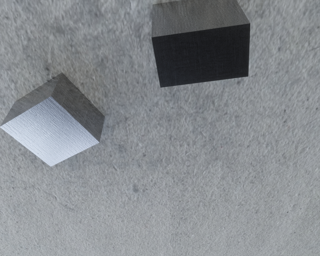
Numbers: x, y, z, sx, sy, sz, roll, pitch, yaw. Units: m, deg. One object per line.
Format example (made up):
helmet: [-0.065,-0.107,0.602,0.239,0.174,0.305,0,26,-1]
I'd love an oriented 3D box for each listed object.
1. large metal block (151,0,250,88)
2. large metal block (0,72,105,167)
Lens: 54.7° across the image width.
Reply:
large metal block: [0.036,-0.086,0.298,0.080,0.080,0.050,-7,130,5]
large metal block: [-0.128,-0.008,0.382,0.080,0.050,0.080,-26,126,20]
